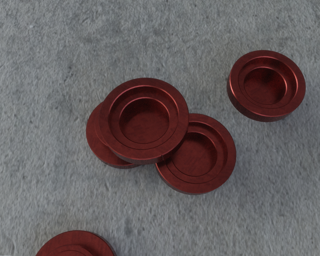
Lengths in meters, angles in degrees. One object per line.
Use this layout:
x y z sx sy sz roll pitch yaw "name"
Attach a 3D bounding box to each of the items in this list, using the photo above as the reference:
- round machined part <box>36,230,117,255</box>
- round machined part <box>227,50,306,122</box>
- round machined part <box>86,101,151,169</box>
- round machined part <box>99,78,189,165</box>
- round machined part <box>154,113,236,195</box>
-0.095 0.163 0.338 0.099 0.042 0.098 0 70 -1 "round machined part"
0.140 -0.053 0.420 0.099 0.042 0.098 0 70 -1 "round machined part"
-0.046 0.001 0.398 0.099 0.042 0.098 0 70 0 "round machined part"
-0.017 -0.005 0.354 0.099 0.042 0.098 -1 68 3 "round machined part"
0.041 0.034 0.385 0.099 0.042 0.098 1 71 -3 "round machined part"
